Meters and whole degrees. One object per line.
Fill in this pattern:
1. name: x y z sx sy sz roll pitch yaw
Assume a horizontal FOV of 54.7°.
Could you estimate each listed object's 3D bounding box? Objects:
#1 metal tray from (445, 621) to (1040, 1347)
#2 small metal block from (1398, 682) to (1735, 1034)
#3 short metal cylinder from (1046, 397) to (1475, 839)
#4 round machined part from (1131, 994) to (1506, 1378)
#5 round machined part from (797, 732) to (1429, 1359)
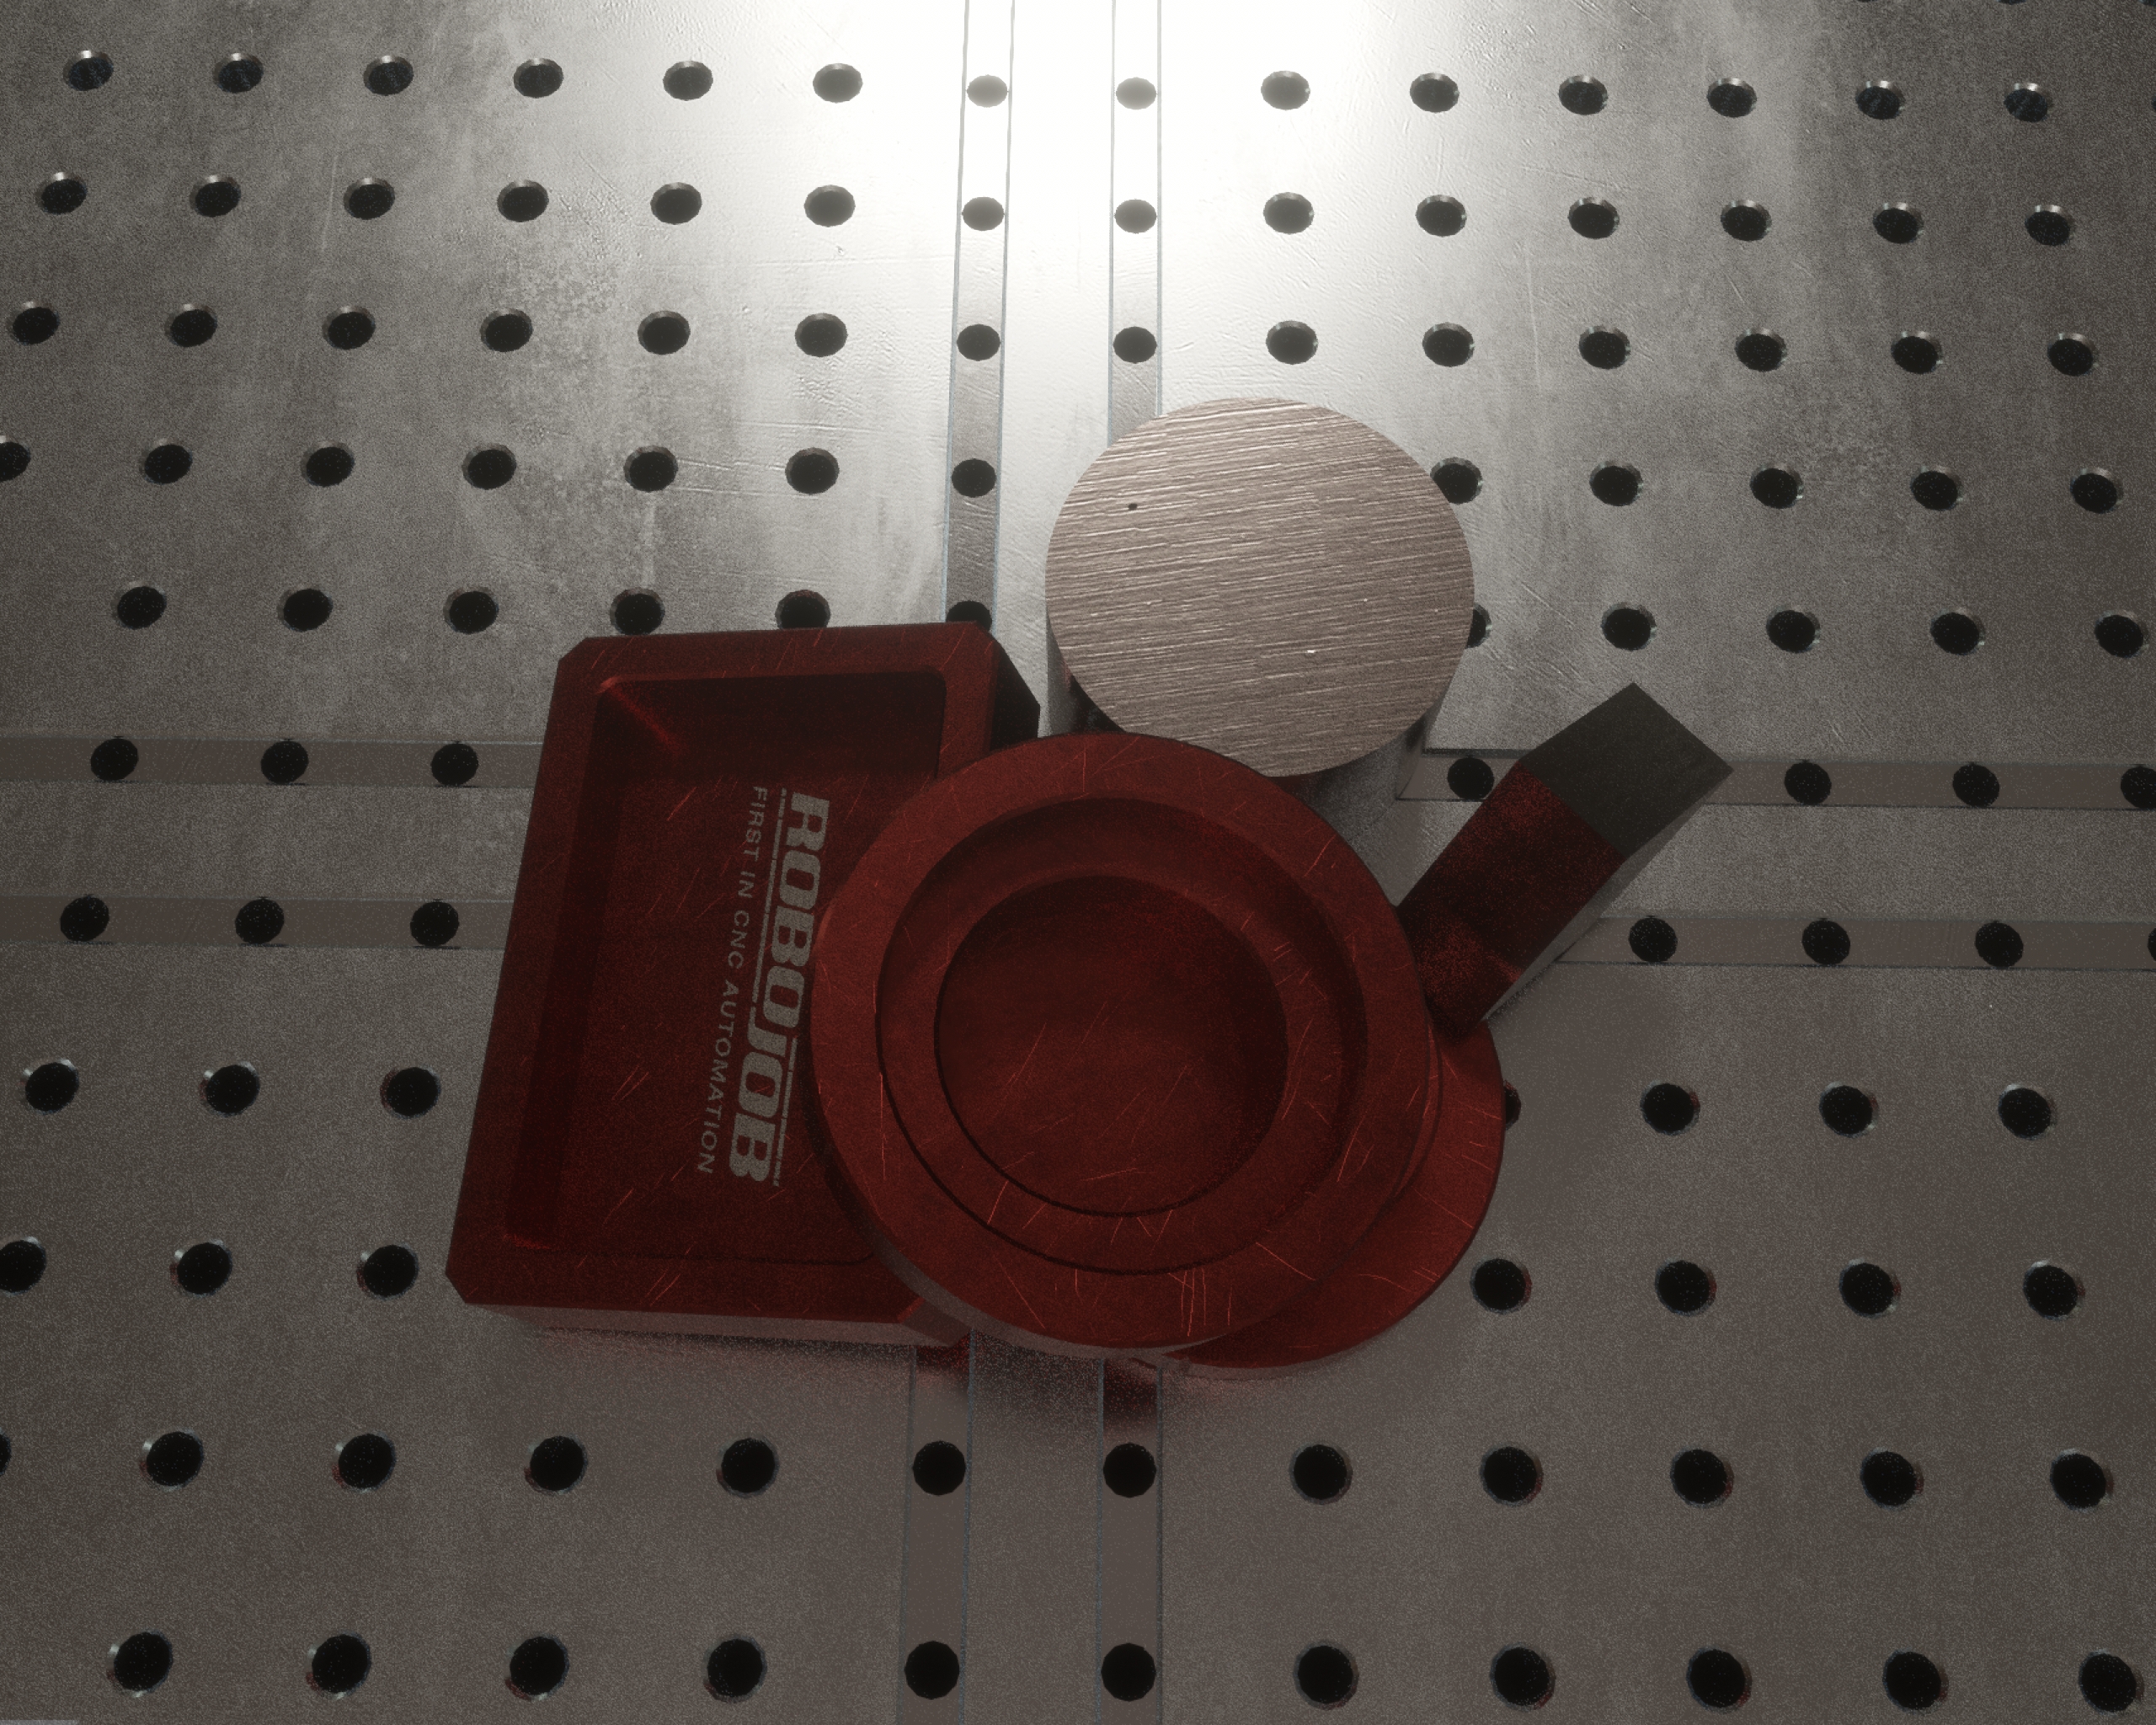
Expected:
1. metal tray: -0.059 0.021 0.389 0.090 0.030 0.130 -1 69 15
2. small metal block: 0.089 -0.001 0.390 0.025 0.050 0.050 45 41 14
3. short metal cylinder: 0.034 -0.045 0.415 0.081 0.050 0.080 0 70 0
4. round machined part: 0.030 0.044 0.386 0.099 0.042 0.098 0 70 -1
5. round machined part: 0.003 0.031 0.341 0.099 0.042 0.098 3 71 -10
